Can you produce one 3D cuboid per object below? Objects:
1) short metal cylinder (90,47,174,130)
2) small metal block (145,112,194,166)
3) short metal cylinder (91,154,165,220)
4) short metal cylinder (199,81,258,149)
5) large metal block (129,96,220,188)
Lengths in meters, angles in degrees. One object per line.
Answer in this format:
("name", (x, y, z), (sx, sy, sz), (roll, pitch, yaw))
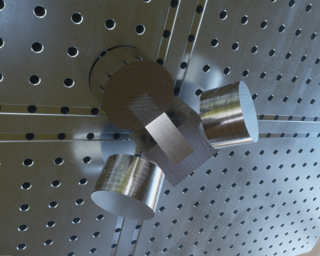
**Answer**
("short metal cylinder", (-0.032, -0.045, 0.346), (0.081, 0.050, 0.079), (-14, 124, -21))
("small metal block", (0.010, 0.013, 0.340), (0.025, 0.050, 0.050), (-37, 86, -1))
("short metal cylinder", (-0.039, 0.075, 0.389), (0.080, 0.050, 0.080), (12, 145, 9))
("short metal cylinder", (0.091, -0.016, 0.402), (0.050, 0.080, 0.080), (-13, 136, 28))
("large metal block", (0.020, 0.019, 0.410), (0.080, 0.050, 0.080), (-39, 130, -2))
